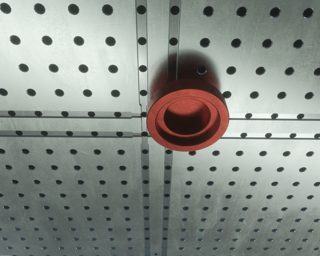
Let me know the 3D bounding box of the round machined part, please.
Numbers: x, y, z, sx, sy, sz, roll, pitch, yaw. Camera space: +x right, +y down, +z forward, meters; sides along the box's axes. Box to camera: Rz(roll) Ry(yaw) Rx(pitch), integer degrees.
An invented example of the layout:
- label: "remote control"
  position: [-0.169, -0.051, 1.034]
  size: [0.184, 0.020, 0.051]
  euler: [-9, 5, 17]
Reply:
- label: "round machined part"
  position: [0.033, -0.019, 0.384]
  size: [0.099, 0.042, 0.097]
  euler: [0, 130, 0]
